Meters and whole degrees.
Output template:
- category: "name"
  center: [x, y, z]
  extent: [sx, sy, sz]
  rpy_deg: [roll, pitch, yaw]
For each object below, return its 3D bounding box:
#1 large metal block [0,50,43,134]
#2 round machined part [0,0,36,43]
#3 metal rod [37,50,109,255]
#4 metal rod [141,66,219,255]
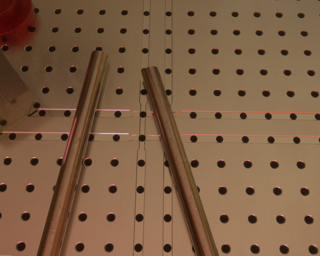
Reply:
- category: "large metal block"
  center: [-0.220, -0.046, 0.412]
  extent: [0.080, 0.050, 0.080]
  rpy_deg: [-37, 74, -13]
- category: "round machined part"
  center: [-0.244, -0.180, 0.466]
  extent: [0.099, 0.042, 0.098]
  rpy_deg: [0, 70, -1]
- category: "metal rod"
  center: [-0.110, 0.034, 0.398]
  extent: [0.025, 0.025, 0.299]
  rpy_deg: [8, 70, 3]
- category: "metal rod"
  center: [0.027, 0.054, 0.392]
  extent: [0.025, 0.025, 0.299]
  rpy_deg: [-15, 71, -6]
